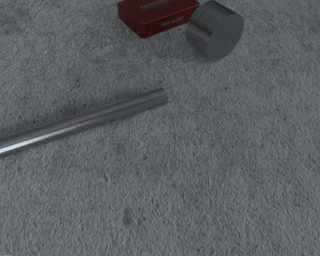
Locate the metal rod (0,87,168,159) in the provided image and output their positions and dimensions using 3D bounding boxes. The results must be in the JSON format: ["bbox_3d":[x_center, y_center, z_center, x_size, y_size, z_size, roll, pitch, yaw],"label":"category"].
[{"bbox_3d":[-0.131,0.002,0.400,0.302,0.025,0.025,-19,53,-16],"label":"metal rod"}]

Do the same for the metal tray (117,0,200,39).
[{"bbox_3d":[-0.002,-0.223,0.587,0.131,0.030,0.090,-27,55,-21],"label":"metal tray"}]

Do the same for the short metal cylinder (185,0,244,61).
[{"bbox_3d":[0.088,-0.156,0.499,0.081,0.080,0.050,-31,57,-23],"label":"short metal cylinder"}]
